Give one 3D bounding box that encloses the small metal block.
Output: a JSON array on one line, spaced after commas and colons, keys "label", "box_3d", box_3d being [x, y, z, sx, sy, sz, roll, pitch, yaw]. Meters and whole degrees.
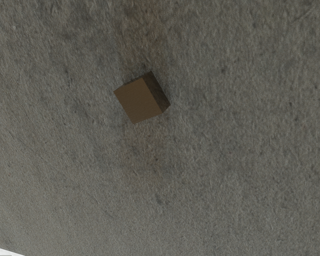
[{"label": "small metal block", "box_3d": [-0.023, -0.038, 0.396, 0.050, 0.025, 0.050, -19, 108, 35]}]
